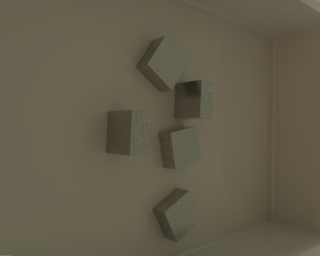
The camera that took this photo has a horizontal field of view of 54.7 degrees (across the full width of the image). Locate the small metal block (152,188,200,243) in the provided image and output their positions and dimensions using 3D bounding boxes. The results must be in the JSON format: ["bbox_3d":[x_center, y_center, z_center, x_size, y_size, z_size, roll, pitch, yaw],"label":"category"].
[{"bbox_3d":[0.023,0.120,0.429,0.050,0.025,0.050,-34,111,-35],"label":"small metal block"}]

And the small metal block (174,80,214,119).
[{"bbox_3d":[0.047,-0.038,0.432,0.025,0.050,0.050,5,87,-40],"label":"small metal block"}]

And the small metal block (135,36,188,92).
[{"bbox_3d":[0.003,-0.084,0.411,0.050,0.025,0.050,43,64,-32],"label":"small metal block"}]

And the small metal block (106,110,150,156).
[{"bbox_3d":[-0.038,0.006,0.360,0.025,0.050,0.050,4,88,-40],"label":"small metal block"}]

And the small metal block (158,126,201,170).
[{"bbox_3d":[0.028,0.026,0.433,0.050,0.025,0.050,-13,98,-40],"label":"small metal block"}]
